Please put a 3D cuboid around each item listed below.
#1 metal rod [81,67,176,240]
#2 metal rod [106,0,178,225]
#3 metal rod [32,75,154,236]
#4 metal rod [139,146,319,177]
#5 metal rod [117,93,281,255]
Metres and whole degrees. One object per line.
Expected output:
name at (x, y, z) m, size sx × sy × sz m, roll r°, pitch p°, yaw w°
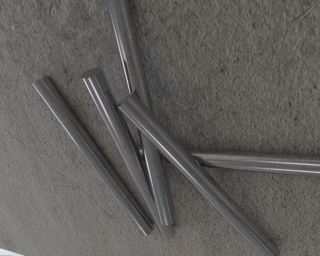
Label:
metal rod at (-0.031, 0.055, 0.424) m, size 0.025 × 0.025 × 0.299 m, roll 0°, pitch 129°, yaw 28°
metal rod at (-0.018, -0.011, 0.386) m, size 0.025 × 0.025 × 0.298 m, roll -2°, pitch 110°, yaw 29°
metal rod at (-0.099, 0.052, 0.490) m, size 0.025 × 0.025 × 0.299 m, roll -23°, pitch 107°, yaw 36°
metal rod at (0.085, 0.040, 0.386) m, size 0.300 × 0.025 × 0.025 m, roll 1°, pitch 119°, yaw 27°
metal rod at (0.059, 0.073, 0.392) m, size 0.025 × 0.025 × 0.300 m, roll -30°, pitch 111°, yaw 38°
